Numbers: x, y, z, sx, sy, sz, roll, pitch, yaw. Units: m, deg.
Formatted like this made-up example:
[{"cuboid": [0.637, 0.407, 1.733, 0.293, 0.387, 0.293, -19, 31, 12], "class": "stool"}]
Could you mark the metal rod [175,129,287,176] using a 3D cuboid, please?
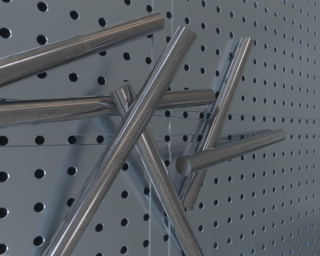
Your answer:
[{"cuboid": [0.131, 0.031, 0.494, 0.302, 0.025, 0.025, -9, 96, -47], "class": "metal rod"}]

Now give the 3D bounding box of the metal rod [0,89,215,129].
[{"cuboid": [-0.041, -0.029, 0.373, 0.302, 0.025, 0.025, -9, 96, -39], "class": "metal rod"}]

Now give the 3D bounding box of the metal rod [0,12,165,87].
[{"cuboid": [-0.108, -0.075, 0.317, 0.302, 0.025, 0.025, -32, 110, -35], "class": "metal rod"}]

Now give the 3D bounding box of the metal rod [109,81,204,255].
[{"cuboid": [0.008, 0.081, 0.396, 0.025, 0.025, 0.299, -39, 120, -33], "class": "metal rod"}]

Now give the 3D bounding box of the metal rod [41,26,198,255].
[{"cuboid": [-0.046, 0.027, 0.320, 0.025, 0.025, 0.299, 33, 85, -35], "class": "metal rod"}]

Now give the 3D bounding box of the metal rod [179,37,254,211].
[{"cuboid": [0.092, -0.018, 0.484, 0.025, 0.025, 0.300, 37, 67, -34], "class": "metal rod"}]
